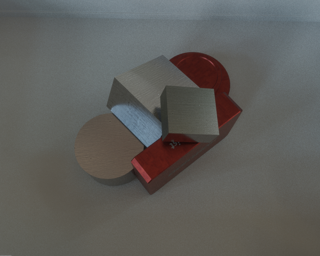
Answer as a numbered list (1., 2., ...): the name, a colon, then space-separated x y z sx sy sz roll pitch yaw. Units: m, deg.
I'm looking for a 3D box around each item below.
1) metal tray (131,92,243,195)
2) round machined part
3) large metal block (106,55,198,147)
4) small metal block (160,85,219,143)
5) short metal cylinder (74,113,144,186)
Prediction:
1. metal tray: 0.030 0.021 0.365 0.131 0.090 0.030 -36 74 -13
2. round machined part: 0.047 -0.063 0.422 0.099 0.042 0.098 0 70 -1
3. large metal block: -0.003 -0.031 0.368 0.080 0.050 0.081 45 51 14
4. small metal block: 0.029 -0.013 0.312 0.050 0.025 0.050 2 69 -14
5. short metal cylinder: -0.059 0.028 0.383 0.081 0.050 0.080 0 70 0
